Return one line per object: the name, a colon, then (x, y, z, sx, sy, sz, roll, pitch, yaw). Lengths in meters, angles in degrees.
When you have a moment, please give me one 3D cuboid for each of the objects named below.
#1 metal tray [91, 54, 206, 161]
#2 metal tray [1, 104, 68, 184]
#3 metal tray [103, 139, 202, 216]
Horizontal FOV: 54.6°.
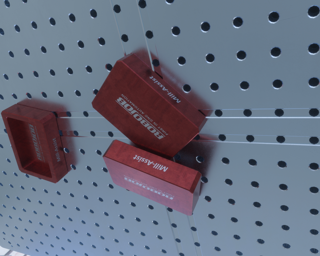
metal tray: (-0.017, -0.021, 0.405, 0.130, 0.030, 0.090, 41, 129, -1)
metal tray: (-0.216, 0.028, 0.540, 0.090, 0.030, 0.129, 12, 124, 21)
metal tray: (-0.010, 0.071, 0.437, 0.130, 0.030, 0.090, 19, 149, 16)
